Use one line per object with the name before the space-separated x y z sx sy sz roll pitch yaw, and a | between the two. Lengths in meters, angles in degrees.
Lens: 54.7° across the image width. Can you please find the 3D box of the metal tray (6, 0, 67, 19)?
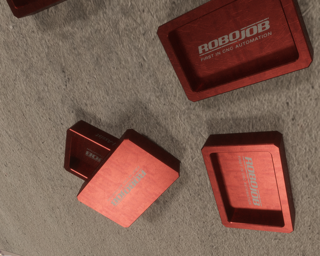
metal tray | -0.136 -0.190 0.355 0.130 0.030 0.090 -7 115 30

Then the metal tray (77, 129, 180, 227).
metal tray | -0.045 0.074 0.437 0.090 0.030 0.129 35 114 -13

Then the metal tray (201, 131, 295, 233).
metal tray | 0.112 0.069 0.386 0.090 0.030 0.129 -5 116 30

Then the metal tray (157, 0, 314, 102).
metal tray | 0.072 -0.086 0.311 0.130 0.030 0.090 -15 111 34

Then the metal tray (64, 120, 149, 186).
metal tray | -0.084 0.054 0.479 0.130 0.030 0.089 26 127 11
